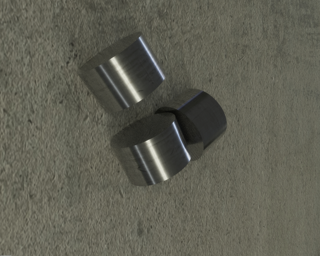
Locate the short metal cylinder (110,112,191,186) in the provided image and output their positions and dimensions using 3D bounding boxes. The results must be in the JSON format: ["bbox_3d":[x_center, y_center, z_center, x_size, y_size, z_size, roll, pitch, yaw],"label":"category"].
[{"bbox_3d":[-0.010,0.023,0.360,0.080,0.080,0.050,-37,113,-34],"label":"short metal cylinder"}]

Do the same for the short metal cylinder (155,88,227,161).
[{"bbox_3d":[0.038,-0.004,0.401,0.050,0.080,0.080,-38,113,-33],"label":"short metal cylinder"}]

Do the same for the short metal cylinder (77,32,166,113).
[{"bbox_3d":[-0.041,-0.060,0.334,0.080,0.080,0.050,-48,119,-29],"label":"short metal cylinder"}]
